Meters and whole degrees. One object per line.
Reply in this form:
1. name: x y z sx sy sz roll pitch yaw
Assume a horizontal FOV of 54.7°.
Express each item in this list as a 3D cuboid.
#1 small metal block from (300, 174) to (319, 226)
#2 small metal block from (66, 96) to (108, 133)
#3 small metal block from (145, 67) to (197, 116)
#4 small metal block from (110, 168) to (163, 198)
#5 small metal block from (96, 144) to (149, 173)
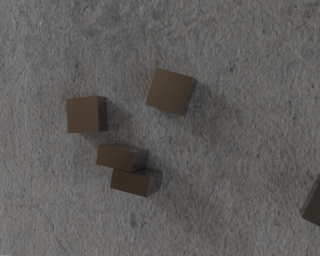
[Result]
1. small metal block: 0.191 0.086 0.342 0.050 0.025 0.050 25 98 18
2. small metal block: -0.105 -0.019 0.444 0.050 0.025 0.050 -3 89 19
3. small metal block: 0.015 -0.047 0.403 0.050 0.025 0.050 19 96 18
4. small metal block: -0.029 0.067 0.405 0.050 0.050 0.025 10 94 19
5. small metal block: -0.048 0.038 0.412 0.050 0.050 0.025 10 94 19
